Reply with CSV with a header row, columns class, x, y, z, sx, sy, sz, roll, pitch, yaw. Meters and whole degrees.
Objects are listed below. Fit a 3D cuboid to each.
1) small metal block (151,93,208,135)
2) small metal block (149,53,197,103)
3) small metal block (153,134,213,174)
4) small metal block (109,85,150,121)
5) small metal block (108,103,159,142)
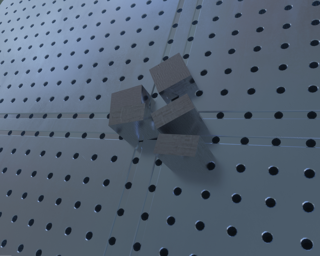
class,x,y,z,sx,sy,sz,roll,pitch,yaw
small metal block,0.025,-0.008,0.383,0.050,0.050,0.025,-29,52,9
small metal block,0.018,-0.072,0.442,0.050,0.025,0.050,-28,52,10
small metal block,0.028,0.030,0.358,0.050,0.050,0.025,2,63,29
small metal block,-0.044,-0.030,0.448,0.050,0.025,0.050,-14,56,20
small metal block,-0.032,-0.006,0.411,0.050,0.050,0.025,-8,59,23
